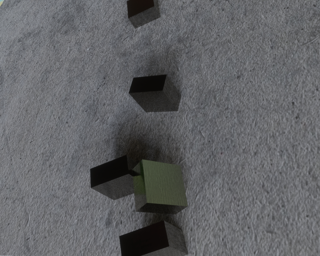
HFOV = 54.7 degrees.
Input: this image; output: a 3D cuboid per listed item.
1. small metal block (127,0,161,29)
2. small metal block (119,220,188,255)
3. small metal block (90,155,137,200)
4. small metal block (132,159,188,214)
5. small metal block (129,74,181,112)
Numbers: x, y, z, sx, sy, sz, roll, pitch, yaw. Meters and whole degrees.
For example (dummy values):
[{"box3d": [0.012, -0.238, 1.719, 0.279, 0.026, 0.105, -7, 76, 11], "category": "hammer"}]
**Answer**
[{"box3d": [-0.029, -0.211, 0.549, 0.050, 0.025, 0.050, -19, 54, 17], "category": "small metal block"}, {"box3d": [-0.006, 0.120, 0.317, 0.050, 0.050, 0.025, -24, 53, 14], "category": "small metal block"}, {"box3d": [-0.048, 0.061, 0.376, 0.050, 0.050, 0.025, -22, 54, 15], "category": "small metal block"}, {"box3d": [-0.001, 0.066, 0.344, 0.025, 0.050, 0.050, -48, 40, 42], "category": "small metal block"}, {"box3d": [-0.006, -0.045, 0.419, 0.050, 0.050, 0.025, -1, 62, 28], "category": "small metal block"}]
